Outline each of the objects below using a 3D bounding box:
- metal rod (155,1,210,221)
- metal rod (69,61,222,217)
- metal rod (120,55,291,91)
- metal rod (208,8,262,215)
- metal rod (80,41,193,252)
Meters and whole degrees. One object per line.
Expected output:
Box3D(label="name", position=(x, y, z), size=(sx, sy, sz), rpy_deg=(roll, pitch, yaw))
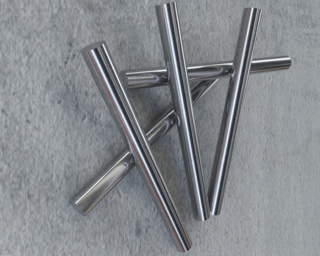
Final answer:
Box3D(label="metal rod", position=(0.034, -0.005, 0.404), size=(0.025, 0.025, 0.298), rpy_deg=(-30, 118, -36))
Box3D(label="metal rod", position=(0.004, -0.004, 0.409), size=(0.301, 0.025, 0.025), rpy_deg=(-44, 117, -31))
Box3D(label="metal rod", position=(0.084, -0.083, 0.447), size=(0.303, 0.025, 0.025), rpy_deg=(-12, 98, -31))
Box3D(label="metal rod", position=(0.103, -0.016, 0.448), size=(0.025, 0.025, 0.298), rpy_deg=(0, 104, -40))
Box3D(label="metal rod", position=(-0.014, 0.044, 0.362), size=(0.025, 0.025, 0.299), rpy_deg=(-43, 126, -32))
